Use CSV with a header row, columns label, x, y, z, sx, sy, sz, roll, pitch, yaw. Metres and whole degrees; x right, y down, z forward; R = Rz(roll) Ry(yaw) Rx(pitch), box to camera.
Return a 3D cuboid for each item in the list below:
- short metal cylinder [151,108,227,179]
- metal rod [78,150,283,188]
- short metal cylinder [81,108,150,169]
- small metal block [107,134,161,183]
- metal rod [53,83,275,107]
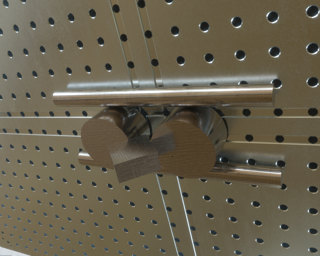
label,x,y,z,sx,sy,sz,roll,pitch,yaw
short metal cylinder,0.036,0.015,0.381,0.080,0.050,0.079,13,124,21
metal rod,0.010,0.053,0.434,0.301,0.025,0.025,2,120,27
short metal cylinder,-0.061,0.011,0.429,0.080,0.050,0.079,13,124,21
small metal block,-0.032,0.035,0.369,0.050,0.050,0.025,-16,116,-12
metal rod,-0.015,-0.039,0.390,0.301,0.025,0.025,2,119,27
